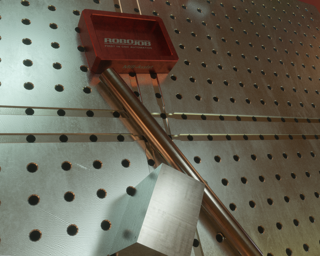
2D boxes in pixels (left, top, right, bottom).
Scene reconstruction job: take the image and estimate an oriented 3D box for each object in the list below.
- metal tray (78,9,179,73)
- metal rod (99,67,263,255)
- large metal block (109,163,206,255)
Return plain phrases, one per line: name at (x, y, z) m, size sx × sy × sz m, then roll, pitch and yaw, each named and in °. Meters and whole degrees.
metal tray at (-0.045, -0.127, 0.458) m, size 0.131 × 0.030 × 0.090 m, roll -6°, pitch 65°, yaw -31°
metal rod at (0.022, 0.043, 0.394) m, size 0.025 × 0.025 × 0.300 m, roll -33°, pitch 80°, yaw -38°
large metal block at (-0.003, 0.094, 0.315) m, size 0.050 × 0.080 × 0.080 m, roll 28°, pitch 52°, yaw -11°
